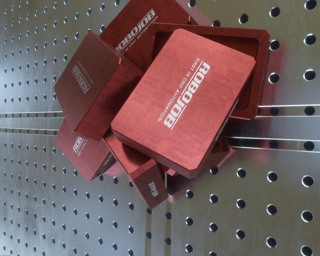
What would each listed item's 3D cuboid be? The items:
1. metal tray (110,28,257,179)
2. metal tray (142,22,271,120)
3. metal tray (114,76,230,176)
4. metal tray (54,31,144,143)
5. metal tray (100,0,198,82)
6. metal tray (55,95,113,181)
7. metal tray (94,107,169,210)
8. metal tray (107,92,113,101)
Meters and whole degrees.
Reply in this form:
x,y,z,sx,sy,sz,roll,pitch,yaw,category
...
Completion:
x,y,z,sx,sy,sz,roll,pitch,yaw,category
0.025,-0.028,0.304,0.090,0.030,0.130,27,72,15,metal tray
0.046,-0.063,0.340,0.130,0.030,0.089,10,97,19,metal tray
0.011,-0.008,0.360,0.130,0.091,0.030,52,121,28,metal tray
-0.077,-0.053,0.356,0.090,0.030,0.130,-54,37,10,metal tray
-0.026,-0.114,0.404,0.130,0.030,0.090,-43,65,15,metal tray
-0.103,0.010,0.463,0.090,0.030,0.129,47,131,12,metal tray
-0.033,0.040,0.377,0.030,0.130,0.090,-34,62,-11,metal tray
-0.072,-0.049,0.466,0.090,0.030,0.129,46,117,30,metal tray
